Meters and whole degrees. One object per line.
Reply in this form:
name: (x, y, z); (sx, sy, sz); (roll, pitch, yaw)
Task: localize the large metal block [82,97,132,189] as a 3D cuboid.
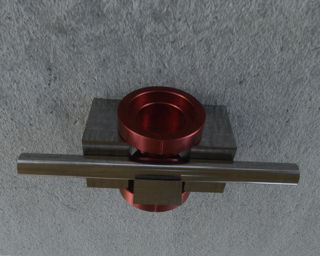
large metal block: (-0.062, 0.019, 0.388); (0.050, 0.080, 0.079); (3, 130, -3)

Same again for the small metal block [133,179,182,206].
small metal block: (-0.002, 0.071, 0.346); (0.050, 0.025, 0.050); (2, 171, 0)

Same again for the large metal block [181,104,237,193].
large metal block: (0.057, 0.025, 0.395); (0.050, 0.080, 0.079); (3, 130, -3)

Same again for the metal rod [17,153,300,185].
metal rod: (0.001, 0.046, 0.342); (0.302, 0.025, 0.025); (2, 130, -3)

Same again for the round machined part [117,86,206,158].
round machined part: (0.001, -0.004, 0.357); (0.099, 0.098, 0.042); (3, 131, -3)

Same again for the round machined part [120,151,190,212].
round machined part: (-0.005, 0.060, 0.411); (0.099, 0.098, 0.042); (4, 125, -3)
